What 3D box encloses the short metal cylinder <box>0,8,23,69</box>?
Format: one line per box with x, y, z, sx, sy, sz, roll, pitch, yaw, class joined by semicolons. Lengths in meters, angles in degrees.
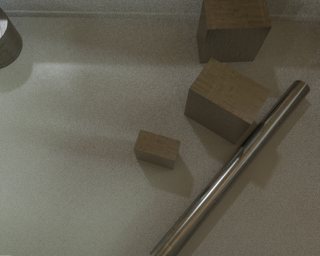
-0.247;-0.129;0.441;0.081;0.050;0.080;0;70;0;short metal cylinder

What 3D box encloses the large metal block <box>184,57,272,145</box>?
0.081;-0.031;0.393;0.080;0.080;0.050;32;73;10;large metal block

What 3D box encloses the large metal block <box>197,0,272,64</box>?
0.098;-0.134;0.431;0.081;0.080;0.050;-3;70;-2;large metal block

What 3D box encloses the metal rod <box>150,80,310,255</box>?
0.098;0.047;0.393;0.025;0.025;0.301;40;74;13;metal rod

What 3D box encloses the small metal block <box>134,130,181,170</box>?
-0.003;0.028;0.386;0.050;0.050;0.025;16;71;5;small metal block
